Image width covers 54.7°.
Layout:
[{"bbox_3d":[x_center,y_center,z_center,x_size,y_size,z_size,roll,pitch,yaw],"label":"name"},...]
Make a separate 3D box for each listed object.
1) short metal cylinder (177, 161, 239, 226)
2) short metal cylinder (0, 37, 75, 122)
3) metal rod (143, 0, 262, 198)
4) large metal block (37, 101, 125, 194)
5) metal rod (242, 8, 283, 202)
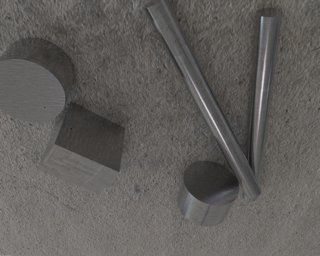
[{"bbox_3d":[0.069,0.095,0.452,0.081,0.080,0.050,7,130,-6],"label":"short metal cylinder"},{"bbox_3d":[-0.141,-0.053,0.345,0.081,0.050,0.079,0,130,0],"label":"short metal cylinder"},{"bbox_3d":[0.065,-0.015,0.378,0.025,0.025,0.299,-23,122,18],"label":"metal rod"},{"bbox_3d":[-0.095,0.024,0.391,0.080,0.080,0.050,28,125,-22],"label":"large metal block"},{"bbox_3d":[0.128,-0.003,0.405,0.025,0.025,0.298,-6,130,4],"label":"metal rod"}]
